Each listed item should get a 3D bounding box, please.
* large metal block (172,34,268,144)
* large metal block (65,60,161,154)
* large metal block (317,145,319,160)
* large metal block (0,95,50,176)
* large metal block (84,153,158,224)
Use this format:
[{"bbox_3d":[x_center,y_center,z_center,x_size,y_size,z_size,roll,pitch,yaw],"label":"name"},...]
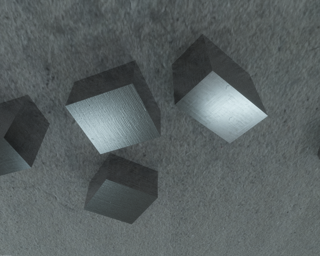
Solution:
[{"bbox_3d":[0.061,-0.043,0.336,0.080,0.080,0.050,33,123,-25],"label":"large metal block"},{"bbox_3d":[-0.051,-0.023,0.371,0.080,0.050,0.080,-17,129,13],"label":"large metal block"},{"bbox_3d":[0.269,0.022,0.414,0.080,0.050,0.080,-7,130,5],"label":"large metal block"},{"bbox_3d":[-0.194,0.012,0.378,0.080,0.080,0.050,-15,129,12],"label":"large metal block"},{"bbox_3d":[-0.058,0.094,0.470,0.080,0.050,0.080,24,126,-20],"label":"large metal block"}]
